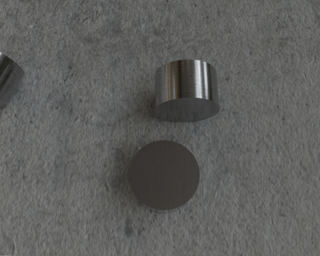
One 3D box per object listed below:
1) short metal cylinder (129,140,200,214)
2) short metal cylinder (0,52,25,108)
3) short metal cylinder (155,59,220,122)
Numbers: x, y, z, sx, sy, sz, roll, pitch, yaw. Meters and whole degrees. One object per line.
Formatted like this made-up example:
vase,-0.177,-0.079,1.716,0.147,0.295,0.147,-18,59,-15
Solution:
short metal cylinder,0.005,0.060,0.373,0.081,0.050,0.080,0,70,0
short metal cylinder,-0.227,-0.067,0.401,0.080,0.080,0.050,18,71,6
short metal cylinder,0.034,-0.045,0.396,0.081,0.080,0.050,0,70,-1
